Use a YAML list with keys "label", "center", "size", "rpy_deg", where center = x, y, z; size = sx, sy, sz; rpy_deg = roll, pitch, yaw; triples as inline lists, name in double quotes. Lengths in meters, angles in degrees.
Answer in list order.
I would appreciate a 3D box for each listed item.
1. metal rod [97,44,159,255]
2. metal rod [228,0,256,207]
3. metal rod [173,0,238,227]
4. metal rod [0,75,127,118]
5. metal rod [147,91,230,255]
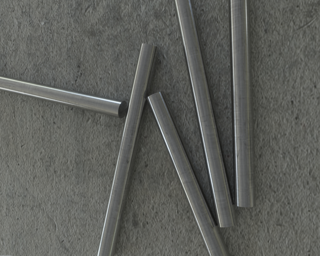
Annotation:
- label: "metal rod"
  center: [-0.045, 0.036, 0.424]
  size: [0.025, 0.025, 0.298]
  rpy_deg: [14, 95, 19]
- label: "metal rod"
  center: [0.098, -0.057, 0.374]
  size: [0.025, 0.025, 0.298]
  rpy_deg: [-2, 89, 20]
- label: "metal rod"
  center: [0.055, -0.029, 0.389]
  size: [0.025, 0.025, 0.298]
  rpy_deg: [-12, 86, 19]
- label: "metal rod"
  center: [-0.190, -0.057, 0.475]
  size: [0.301, 0.025, 0.025]
  rpy_deg: [13, 95, 19]
- label: "metal rod"
  center: [0.048, 0.095, 0.391]
  size: [0.025, 0.025, 0.299]
  rpy_deg: [-24, 82, 18]
